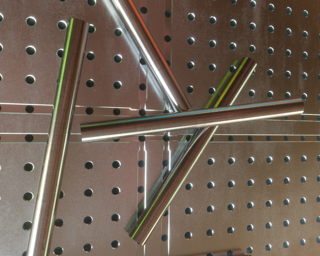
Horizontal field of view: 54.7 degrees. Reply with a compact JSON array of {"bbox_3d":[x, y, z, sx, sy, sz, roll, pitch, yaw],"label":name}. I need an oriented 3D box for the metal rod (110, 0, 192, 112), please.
[{"bbox_3d":[-0.042,-0.150,0.397,0.025,0.025,0.299,-34,101,-17],"label":"metal rod"}]

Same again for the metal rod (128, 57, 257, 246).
[{"bbox_3d":[0.051,0.024,0.432,0.025,0.025,0.300,38,78,-17],"label":"metal rod"}]

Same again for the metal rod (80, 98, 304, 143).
[{"bbox_3d":[0.051,-0.012,0.410,0.302,0.025,0.025,-7,93,-12],"label":"metal rod"}]

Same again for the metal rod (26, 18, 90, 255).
[{"bbox_3d":[-0.122,0.019,0.368,0.025,0.025,0.298,10,87,-20],"label":"metal rod"}]
